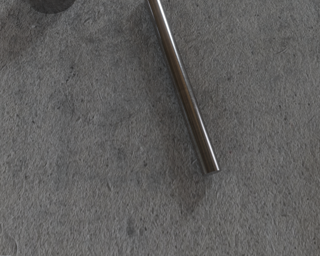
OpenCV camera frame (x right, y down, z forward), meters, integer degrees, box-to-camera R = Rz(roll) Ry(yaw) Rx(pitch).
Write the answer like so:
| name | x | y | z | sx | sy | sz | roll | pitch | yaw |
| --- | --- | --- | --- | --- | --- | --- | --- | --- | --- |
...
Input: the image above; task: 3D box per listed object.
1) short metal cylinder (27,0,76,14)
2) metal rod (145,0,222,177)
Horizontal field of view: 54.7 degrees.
| name | x | y | z | sx | sy | sz | roll | pitch | yaw |
| --- | --- | --- | --- | --- | --- | --- | --- | --- | --- |
| short metal cylinder | -0.173 | -0.224 | 0.476 | 0.081 | 0.050 | 0.080 | 0 | 70 | 0 |
| metal rod | 0.025 | -0.079 | 0.436 | 0.025 | 0.025 | 0.299 | -15 | 71 | -5 |
